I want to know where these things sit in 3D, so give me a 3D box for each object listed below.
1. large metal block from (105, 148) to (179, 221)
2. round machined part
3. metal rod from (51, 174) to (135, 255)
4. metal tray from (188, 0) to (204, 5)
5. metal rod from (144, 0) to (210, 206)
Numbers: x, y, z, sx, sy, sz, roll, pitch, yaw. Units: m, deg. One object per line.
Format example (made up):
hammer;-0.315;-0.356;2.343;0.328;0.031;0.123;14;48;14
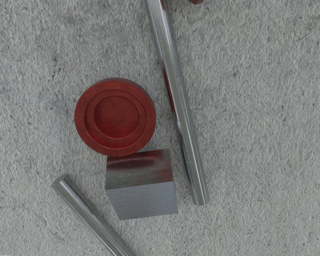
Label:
large metal block;-0.021;0.076;0.408;0.080;0.050;0.080;-8;137;2
round machined part;-0.054;-0.016;0.394;0.099;0.042;0.097;0;110;-1
metal rod;-0.061;0.191;0.479;0.025;0.025;0.299;-31;108;10
metal tray;0.013;-0.204;0.320;0.131;0.030;0.090;30;92;-11
metal rod;0.025;-0.031;0.398;0.025;0.025;0.298;-13;110;4
